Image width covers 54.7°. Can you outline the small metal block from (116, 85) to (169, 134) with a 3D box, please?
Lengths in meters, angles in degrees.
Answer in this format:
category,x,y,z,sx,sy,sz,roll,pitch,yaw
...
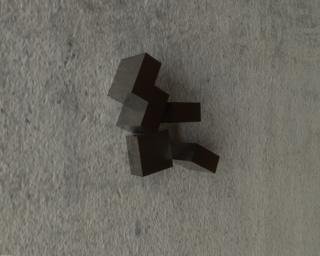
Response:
category,x,y,z,sx,sy,sz,roll,pitch,yaw
small metal block,-0.021,-0.021,0.372,0.025,0.050,0.050,29,72,-37

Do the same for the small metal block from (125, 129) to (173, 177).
category,x,y,z,sx,sy,sz,roll,pitch,yaw
small metal block,-0.013,0.030,0.396,0.050,0.025,0.050,-13,98,-40

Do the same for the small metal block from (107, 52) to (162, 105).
category,x,y,z,sx,sy,sz,roll,pitch,yaw
small metal block,-0.031,-0.057,0.364,0.025,0.050,0.050,29,72,-37

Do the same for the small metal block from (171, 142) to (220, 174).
category,x,y,z,sx,sy,sz,roll,pitch,yaw
small metal block,0.045,0.041,0.429,0.050,0.050,0.025,29,72,-37

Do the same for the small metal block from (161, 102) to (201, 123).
category,x,y,z,sx,sy,sz,roll,pitch,yaw
small metal block,0.018,-0.020,0.405,0.050,0.050,0.025,-3,92,-40
